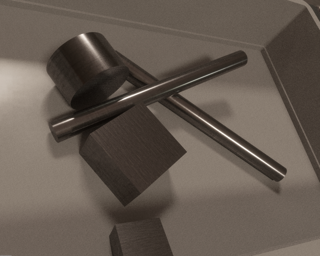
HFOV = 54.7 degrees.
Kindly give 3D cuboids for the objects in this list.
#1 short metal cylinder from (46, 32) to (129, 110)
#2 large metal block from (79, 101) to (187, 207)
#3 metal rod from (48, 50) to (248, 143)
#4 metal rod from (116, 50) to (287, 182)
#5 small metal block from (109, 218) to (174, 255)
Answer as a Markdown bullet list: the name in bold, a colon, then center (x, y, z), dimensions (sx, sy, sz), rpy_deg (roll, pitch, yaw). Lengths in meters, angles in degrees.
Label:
- **short metal cylinder**: center (-0.084, -0.066, 0.366), dimensions (0.081, 0.080, 0.050), rpy_deg (-30, 79, -38)
- **large metal block**: center (-0.031, 0.029, 0.357), dimensions (0.080, 0.050, 0.080), rpy_deg (49, 51, 5)
- **metal rod**: center (0.004, -0.052, 0.410), dimensions (0.302, 0.025, 0.025), rpy_deg (-25, 75, -27)
- **metal rod**: center (0.056, -0.014, 0.446), dimensions (0.301, 0.025, 0.025), rpy_deg (34, 51, -6)
- **small metal block**: center (-0.019, 0.123, 0.314), dimensions (0.050, 0.025, 0.050), rpy_deg (1, 45, -29)
